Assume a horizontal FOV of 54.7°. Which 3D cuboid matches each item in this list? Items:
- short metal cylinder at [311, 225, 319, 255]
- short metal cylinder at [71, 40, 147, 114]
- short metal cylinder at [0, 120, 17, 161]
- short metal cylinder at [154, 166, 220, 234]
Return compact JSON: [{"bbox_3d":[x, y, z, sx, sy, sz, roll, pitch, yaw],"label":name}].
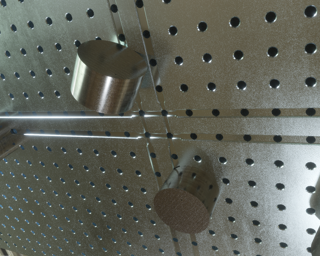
[{"bbox_3d":[0.217,0.132,0.343,0.080,0.080,0.050,15,125,19],"label":"short metal cylinder"},{"bbox_3d":[-0.061,-0.062,0.368,0.080,0.080,0.050,31,128,8],"label":"short metal cylinder"},{"bbox_3d":[-0.316,0.025,0.574,0.080,0.050,0.079,13,124,20],"label":"short metal cylinder"},{"bbox_3d":[0.038,0.101,0.436,0.080,0.050,0.079,13,124,20],"label":"short metal cylinder"}]
